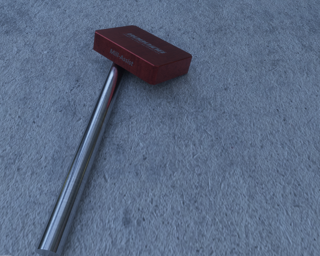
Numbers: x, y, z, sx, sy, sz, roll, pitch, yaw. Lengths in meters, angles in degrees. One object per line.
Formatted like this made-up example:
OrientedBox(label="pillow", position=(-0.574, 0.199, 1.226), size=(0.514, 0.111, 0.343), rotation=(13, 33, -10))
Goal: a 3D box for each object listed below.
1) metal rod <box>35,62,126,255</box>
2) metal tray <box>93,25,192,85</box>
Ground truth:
OrientedBox(label="metal rod", position=(-0.086, 0.008, 0.395), size=(0.025, 0.025, 0.300), rotation=(7, 50, 6))
OrientedBox(label="metal tray", position=(-0.028, -0.118, 0.481), size=(0.130, 0.030, 0.091), rotation=(34, 39, 25))
